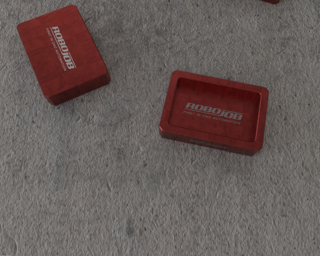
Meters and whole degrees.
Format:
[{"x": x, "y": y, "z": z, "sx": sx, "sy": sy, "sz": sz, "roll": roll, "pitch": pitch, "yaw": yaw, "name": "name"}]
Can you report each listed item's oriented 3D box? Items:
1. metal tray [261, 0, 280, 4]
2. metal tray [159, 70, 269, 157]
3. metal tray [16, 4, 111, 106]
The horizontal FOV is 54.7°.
[{"x": 0.143, "y": -0.261, "z": 0.501, "sx": 0.131, "sy": 0.030, "sz": 0.090, "roll": 20, "pitch": 71, "yaw": 7, "name": "metal tray"}, {"x": 0.071, "y": -0.021, "z": 0.413, "sx": 0.131, "sy": 0.030, "sz": 0.090, "roll": 12, "pitch": 70, "yaw": 4, "name": "metal tray"}, {"x": -0.138, "y": -0.106, "z": 0.443, "sx": 0.091, "sy": 0.030, "sz": 0.130, "roll": -25, "pitch": 72, "yaw": -9, "name": "metal tray"}]
